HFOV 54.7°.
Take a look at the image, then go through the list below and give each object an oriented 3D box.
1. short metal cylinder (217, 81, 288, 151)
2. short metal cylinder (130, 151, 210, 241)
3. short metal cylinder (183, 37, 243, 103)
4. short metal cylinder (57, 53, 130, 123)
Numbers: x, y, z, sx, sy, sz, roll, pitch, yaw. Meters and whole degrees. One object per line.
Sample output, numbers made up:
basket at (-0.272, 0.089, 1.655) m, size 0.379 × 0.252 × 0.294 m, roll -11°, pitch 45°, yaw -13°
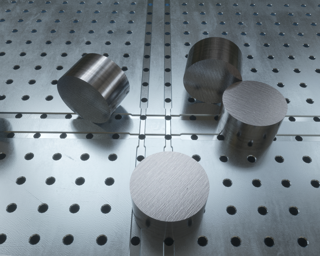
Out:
short metal cylinder at (0.119, -0.017, 0.407) m, size 0.081 × 0.050 × 0.080 m, roll 0°, pitch 50°, yaw 0°
short metal cylinder at (0.010, 0.072, 0.331) m, size 0.081 × 0.050 × 0.080 m, roll 0°, pitch 50°, yaw 0°
short metal cylinder at (0.076, -0.081, 0.441) m, size 0.080 × 0.080 × 0.050 m, roll 8°, pitch 51°, yaw 6°
short metal cylinder at (-0.088, -0.052, 0.415) m, size 0.080 × 0.080 × 0.050 m, roll 20°, pitch 53°, yaw 16°
